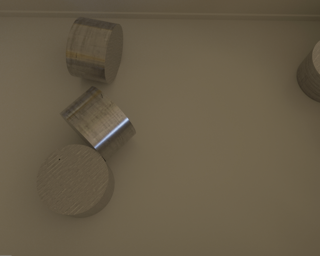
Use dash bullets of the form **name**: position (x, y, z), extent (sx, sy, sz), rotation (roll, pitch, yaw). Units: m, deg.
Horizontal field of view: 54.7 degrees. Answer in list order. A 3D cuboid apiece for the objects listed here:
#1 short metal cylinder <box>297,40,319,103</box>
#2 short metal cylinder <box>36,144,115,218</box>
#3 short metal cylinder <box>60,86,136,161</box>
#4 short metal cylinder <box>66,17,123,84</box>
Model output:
- **short metal cylinder**: position (0.239, -0.080, 0.427), extent (0.080, 0.050, 0.080), rotation (0, 70, 0)
- **short metal cylinder**: position (-0.098, 0.065, 0.372), extent (0.081, 0.050, 0.080), rotation (0, 70, 0)
- **short metal cylinder**: position (-0.076, -0.005, 0.381), extent (0.080, 0.080, 0.050), rotation (42, 76, 14)
- **short metal cylinder**: position (-0.086, -0.104, 0.418), extent (0.050, 0.080, 0.080), rotation (12, 71, 4)
